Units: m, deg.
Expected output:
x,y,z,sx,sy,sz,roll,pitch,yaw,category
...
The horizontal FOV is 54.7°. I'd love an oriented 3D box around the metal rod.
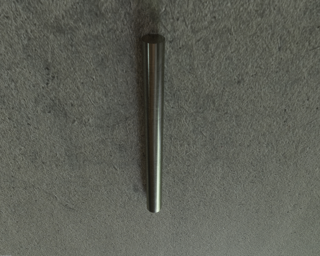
x,y,z,sx,sy,sz,roll,pitch,yaw,category
-0.008,0.019,0.424,0.025,0.025,0.298,0,130,-1,metal rod
